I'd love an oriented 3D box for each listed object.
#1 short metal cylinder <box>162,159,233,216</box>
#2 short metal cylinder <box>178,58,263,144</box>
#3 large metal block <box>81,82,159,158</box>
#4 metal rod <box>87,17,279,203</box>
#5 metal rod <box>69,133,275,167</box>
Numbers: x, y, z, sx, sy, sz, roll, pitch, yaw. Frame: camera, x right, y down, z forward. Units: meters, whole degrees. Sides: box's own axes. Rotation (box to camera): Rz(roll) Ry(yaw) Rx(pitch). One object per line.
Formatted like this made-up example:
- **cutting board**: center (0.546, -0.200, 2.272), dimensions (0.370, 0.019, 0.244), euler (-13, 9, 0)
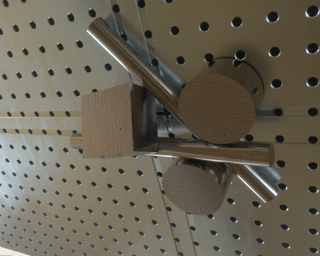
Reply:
- **short metal cylinder**: center (0.050, 0.067, 0.405), dimensions (0.080, 0.050, 0.079), euler (13, 124, 21)
- **short metal cylinder**: center (0.067, -0.030, 0.337), dimensions (0.080, 0.050, 0.079), euler (13, 124, 21)
- **large metal block**: center (-0.051, -0.005, 0.391), dimensions (0.080, 0.050, 0.080), euler (-10, 79, 33)
- **metal rod**: center (0.030, -0.020, 0.379), dimensions (0.300, 0.025, 0.025), euler (44, 129, -3)
- **metal rod**: center (-0.009, 0.024, 0.404), dimensions (0.300, 0.025, 0.025), euler (2, 120, 34)
